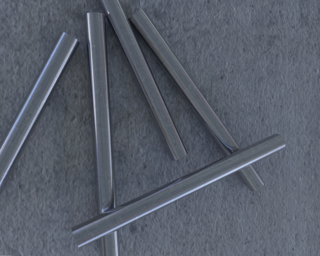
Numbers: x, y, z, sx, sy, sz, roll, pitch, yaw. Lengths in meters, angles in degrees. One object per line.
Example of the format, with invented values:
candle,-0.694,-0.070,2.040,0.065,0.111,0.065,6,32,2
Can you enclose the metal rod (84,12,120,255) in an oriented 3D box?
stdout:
metal rod,-0.071,0.011,0.383,0.025,0.025,0.298,-4,92,-20

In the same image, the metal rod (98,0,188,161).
metal rod,-0.035,-0.096,0.396,0.025,0.025,0.299,-27,99,-18

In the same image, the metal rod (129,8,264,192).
metal rod,0.057,-0.030,0.431,0.025,0.025,0.300,-41,103,-16

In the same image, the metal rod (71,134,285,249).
metal rod,0.038,0.072,0.396,0.302,0.025,0.025,-21,98,-19

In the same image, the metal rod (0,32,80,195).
metal rod,-0.169,0.027,0.346,0.025,0.025,0.299,27,81,-18
